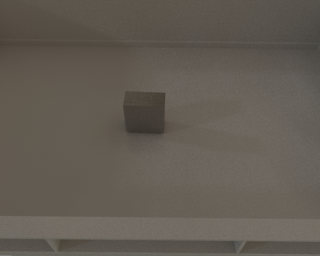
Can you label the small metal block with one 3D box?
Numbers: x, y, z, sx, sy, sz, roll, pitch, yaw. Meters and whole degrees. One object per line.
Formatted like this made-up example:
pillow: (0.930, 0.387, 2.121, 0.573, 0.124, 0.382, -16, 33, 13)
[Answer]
small metal block: (-0.019, -0.020, 0.401, 0.050, 0.050, 0.025, 2, 50, 2)
